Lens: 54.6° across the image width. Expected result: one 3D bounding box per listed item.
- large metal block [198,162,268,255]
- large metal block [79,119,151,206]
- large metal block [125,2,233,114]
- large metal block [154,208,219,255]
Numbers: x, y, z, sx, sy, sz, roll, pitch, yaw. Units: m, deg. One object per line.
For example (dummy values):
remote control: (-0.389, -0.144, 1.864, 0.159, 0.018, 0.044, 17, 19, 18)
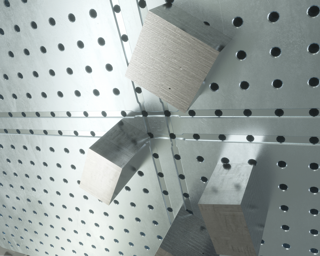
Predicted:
large metal block: (0.095, 0.100, 0.388, 0.050, 0.080, 0.080, -8, 115, 32)
large metal block: (-0.063, 0.047, 0.439, 0.050, 0.080, 0.079, 30, 128, 9)
large metal block: (0.019, -0.077, 0.338, 0.080, 0.050, 0.080, 33, 129, 7)
large metal block: (0.043, 0.182, 0.466, 0.080, 0.080, 0.050, 29, 128, 10)
